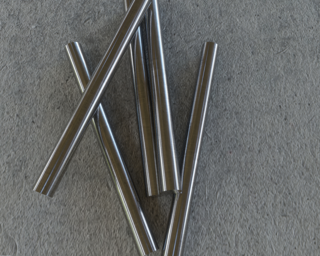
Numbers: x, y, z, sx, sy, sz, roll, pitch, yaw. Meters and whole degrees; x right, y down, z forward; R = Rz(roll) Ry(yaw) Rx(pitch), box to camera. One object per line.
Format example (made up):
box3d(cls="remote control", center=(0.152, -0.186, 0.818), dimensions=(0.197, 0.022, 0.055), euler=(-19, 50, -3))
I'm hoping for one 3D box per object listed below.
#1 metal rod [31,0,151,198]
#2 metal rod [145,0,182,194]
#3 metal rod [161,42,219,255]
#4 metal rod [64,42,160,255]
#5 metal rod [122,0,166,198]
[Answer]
box3d(cls="metal rod", center=(-0.079, -0.056, 0.400), dimensions=(0.025, 0.025, 0.300), euler=(20, 71, 7))
box3d(cls="metal rod", center=(-0.001, -0.062, 0.419), dimensions=(0.025, 0.025, 0.299), euler=(-5, 66, -2))
box3d(cls="metal rod", center=(0.042, 0.020, 0.401), dimensions=(0.025, 0.025, 0.299), euler=(11, 70, 4))
box3d(cls="metal rod", center=(-0.069, 0.013, 0.402), dimensions=(0.025, 0.025, 0.299), euler=(-21, 71, -8))
box3d(cls="metal rod", center=(-0.025, -0.056, 0.428), dimensions=(0.025, 0.025, 0.299), euler=(-7, 70, -3))
